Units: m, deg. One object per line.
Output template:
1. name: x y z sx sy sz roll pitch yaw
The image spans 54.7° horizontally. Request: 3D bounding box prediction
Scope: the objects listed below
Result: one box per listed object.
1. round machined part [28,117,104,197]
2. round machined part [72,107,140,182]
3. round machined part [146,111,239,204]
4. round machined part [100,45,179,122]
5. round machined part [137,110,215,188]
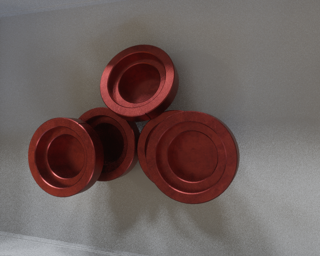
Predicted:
1. round machined part: -0.114 0.035 0.396 0.098 0.042 0.097 0 90 20
2. round machined part: -0.070 0.021 0.425 0.098 0.042 0.097 0 90 20
3. round machined part: 0.038 0.031 0.342 0.098 0.042 0.097 0 90 20
4. round machined part: -0.023 -0.053 0.397 0.098 0.042 0.098 -6 70 16
5. round machined part: 0.025 0.027 0.392 0.098 0.042 0.097 0 90 20
